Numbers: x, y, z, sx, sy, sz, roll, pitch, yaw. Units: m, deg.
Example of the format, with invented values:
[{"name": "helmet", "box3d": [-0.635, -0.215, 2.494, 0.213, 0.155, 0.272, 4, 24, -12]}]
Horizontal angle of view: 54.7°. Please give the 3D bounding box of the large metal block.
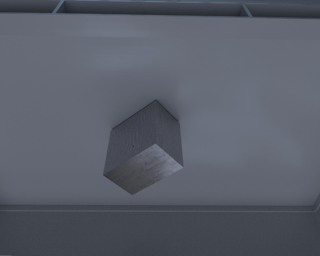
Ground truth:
[{"name": "large metal block", "box3d": [-0.020, 0.025, 0.390, 0.080, 0.080, 0.050, -32, 123, 24]}]
